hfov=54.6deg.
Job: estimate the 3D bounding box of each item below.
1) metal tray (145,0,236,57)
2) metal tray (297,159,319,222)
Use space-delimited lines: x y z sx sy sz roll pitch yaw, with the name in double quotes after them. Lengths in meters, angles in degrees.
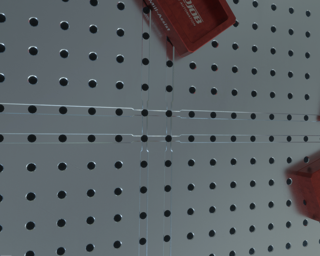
0.034 -0.176 0.421 0.090 0.030 0.130 -38 102 -16 "metal tray"
0.300 0.090 0.520 0.131 0.030 0.090 -23 98 -19 "metal tray"
